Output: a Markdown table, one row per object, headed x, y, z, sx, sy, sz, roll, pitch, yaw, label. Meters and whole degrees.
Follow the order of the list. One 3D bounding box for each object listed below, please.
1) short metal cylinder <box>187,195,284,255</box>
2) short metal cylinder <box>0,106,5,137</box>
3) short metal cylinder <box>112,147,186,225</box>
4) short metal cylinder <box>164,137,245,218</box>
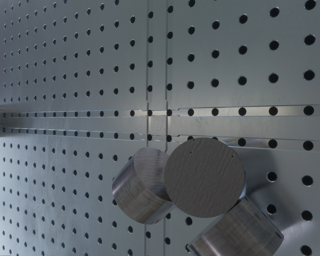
| x | y | z | sx | sy | sz | roll | pitch | yaw | label |
| --- | --- | --- | --- | --- | --- | --- | --- | --- | --- |
| 0.074 | 0.112 | 0.308 | 0.050 | 0.080 | 0.080 | 49 | 120 | 16 | short metal cylinder |
| -0.413 | -0.016 | 0.734 | 0.080 | 0.050 | 0.079 | 0 | 90 | 40 | short metal cylinder |
| -0.011 | 0.070 | 0.383 | 0.050 | 0.081 | 0.080 | -49 | 61 | 29 | short metal cylinder |
| 0.050 | 0.052 | 0.333 | 0.080 | 0.050 | 0.080 | -2 | 81 | 16 | short metal cylinder |
